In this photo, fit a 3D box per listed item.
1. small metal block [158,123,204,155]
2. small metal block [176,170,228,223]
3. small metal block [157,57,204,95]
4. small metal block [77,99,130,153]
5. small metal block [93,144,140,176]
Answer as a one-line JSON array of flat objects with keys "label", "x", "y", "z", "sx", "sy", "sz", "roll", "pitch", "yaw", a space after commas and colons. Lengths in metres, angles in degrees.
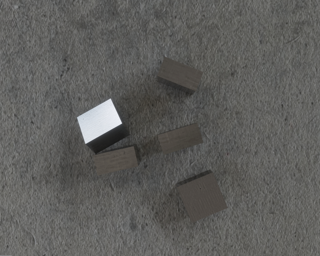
[{"label": "small metal block", "x": 0.025, "y": 0.013, "z": 0.398, "sx": 0.050, "sy": 0.050, "sz": 0.025, "roll": -17, "pitch": 90, "yaw": 0}, {"label": "small metal block", "x": 0.055, "y": 0.089, "z": 0.410, "sx": 0.050, "sy": 0.025, "sz": 0.050, "roll": -23, "pitch": 90, "yaw": 0}, {"label": "small metal block", "x": 0.025, "y": -0.065, "z": 0.397, "sx": 0.050, "sy": 0.050, "sz": 0.025, "roll": 22, "pitch": 90, "yaw": 0}, {"label": "small metal block", "x": -0.073, "y": -0.003, "z": 0.396, "sx": 0.050, "sy": 0.025, "sz": 0.050, "roll": -29, "pitch": 49, "yaw": 0}, {"label": "small metal block", "x": -0.053, "y": 0.039, "z": 0.397, "sx": 0.050, "sy": 0.050, "sz": 0.025, "roll": -13, "pitch": 91, "yaw": 0}]
